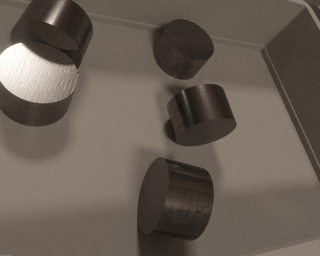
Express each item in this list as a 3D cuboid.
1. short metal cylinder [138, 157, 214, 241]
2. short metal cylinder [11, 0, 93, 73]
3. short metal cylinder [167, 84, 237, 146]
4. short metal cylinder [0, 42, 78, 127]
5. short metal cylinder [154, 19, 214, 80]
[{"bbox_3d":[0.014,0.076,0.333,0.050,0.080,0.080,17,55,-19],"label":"short metal cylinder"},{"bbox_3d":[-0.127,-0.110,0.370,0.080,0.080,0.050,21,54,-16],"label":"short metal cylinder"},{"bbox_3d":[0.054,-0.015,0.411,0.081,0.080,0.050,0,62,-29],"label":"short metal cylinder"},{"bbox_3d":[-0.137,-0.048,0.346,0.081,0.050,0.080,14,56,-21],"label":"short metal cylinder"},{"bbox_3d":[0.037,-0.123,0.486,0.081,0.050,0.080,14,56,-21],"label":"short metal cylinder"}]
